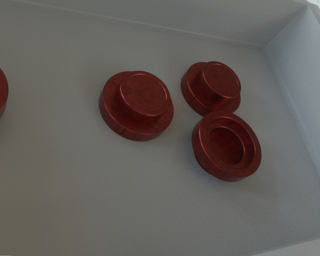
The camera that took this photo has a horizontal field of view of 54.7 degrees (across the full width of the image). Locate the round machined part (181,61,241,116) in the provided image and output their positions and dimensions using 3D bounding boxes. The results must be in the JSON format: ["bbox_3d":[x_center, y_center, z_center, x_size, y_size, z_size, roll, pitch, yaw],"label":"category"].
[{"bbox_3d":[0.085,-0.064,0.479,0.099,0.042,0.098,14,56,-21],"label":"round machined part"}]

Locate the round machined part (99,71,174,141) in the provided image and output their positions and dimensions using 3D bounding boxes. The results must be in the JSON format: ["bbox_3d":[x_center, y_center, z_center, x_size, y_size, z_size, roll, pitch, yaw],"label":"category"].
[{"bbox_3d":[-0.026,-0.035,0.402,0.099,0.042,0.098,14,56,-21],"label":"round machined part"}]

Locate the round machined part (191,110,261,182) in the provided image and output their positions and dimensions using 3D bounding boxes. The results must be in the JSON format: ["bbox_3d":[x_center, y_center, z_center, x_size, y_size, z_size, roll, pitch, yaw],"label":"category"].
[{"bbox_3d":[0.086,0.028,0.424,0.099,0.042,0.098,14,56,-21],"label":"round machined part"}]

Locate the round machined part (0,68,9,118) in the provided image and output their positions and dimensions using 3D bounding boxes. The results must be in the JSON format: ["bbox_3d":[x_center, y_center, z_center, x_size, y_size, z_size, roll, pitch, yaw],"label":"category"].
[{"bbox_3d":[-0.204,-0.031,0.302,0.099,0.042,0.098,16,54,-23],"label":"round machined part"}]
